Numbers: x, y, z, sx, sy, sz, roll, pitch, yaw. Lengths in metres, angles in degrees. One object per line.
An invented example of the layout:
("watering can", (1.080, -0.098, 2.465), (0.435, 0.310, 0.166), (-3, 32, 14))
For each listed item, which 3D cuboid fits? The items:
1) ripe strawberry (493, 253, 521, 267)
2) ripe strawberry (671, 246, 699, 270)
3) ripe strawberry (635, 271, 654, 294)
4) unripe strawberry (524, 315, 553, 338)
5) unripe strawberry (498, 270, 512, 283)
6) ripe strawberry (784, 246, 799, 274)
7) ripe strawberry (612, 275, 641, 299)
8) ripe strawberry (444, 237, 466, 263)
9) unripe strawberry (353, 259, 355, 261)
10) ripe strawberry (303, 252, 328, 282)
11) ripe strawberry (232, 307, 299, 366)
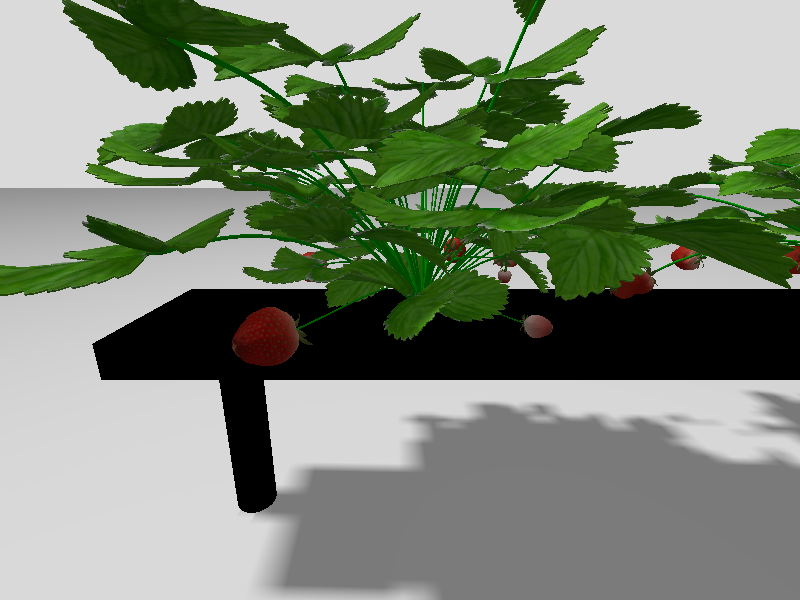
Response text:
("ripe strawberry", (0.143, -0.060, 0.529), (0.036, 0.031, 0.036), (12, 21, 34))
("ripe strawberry", (0.368, -0.056, 0.515), (0.030, 0.034, 0.032), (-11, 15, -31))
("ripe strawberry", (0.239, -0.017, 0.406), (0.028, 0.027, 0.030), (-32, 9, 18))
("unripe strawberry", (0.104, 0.020, 0.301), (0.020, 0.017, 0.020), (15, 23, 37))
("unripe strawberry", (0.119, -0.026, 0.454), (0.015, 0.015, 0.016), (-16, 23, -40))
("ripe strawberry", (0.493, -0.051, 0.503), (0.034, 0.036, 0.037), (3, 17, 8))
("ripe strawberry", (0.228, -0.016, 0.401), (0.032, 0.031, 0.029), (1, 17, -11))
("ripe strawberry", (0.077, -0.070, 0.557), (0.031, 0.036, 0.034), (5, 18, 15))
("unripe strawberry", (-0.056, -0.050, 0.533), (0.014, 0.012, 0.012), (-8, -25, -23))
("ripe strawberry", (-0.103, -0.038, 0.457), (0.035, 0.034, 0.038), (13, 21, 36))
("ripe strawberry", (-0.087, 0.025, 0.257), (0.037, 0.039, 0.040), (16, 24, 41))
